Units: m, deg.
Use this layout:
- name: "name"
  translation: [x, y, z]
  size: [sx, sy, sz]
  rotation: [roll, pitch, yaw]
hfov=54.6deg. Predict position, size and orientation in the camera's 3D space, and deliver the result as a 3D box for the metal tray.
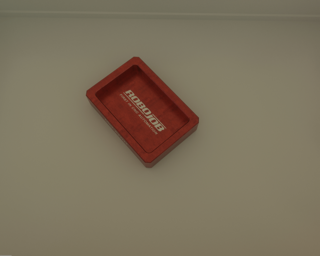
- name: "metal tray"
  translation: [-0.024, -0.023, 0.415]
  size: [0.090, 0.030, 0.130]
  rotation: [-39, 75, -13]
